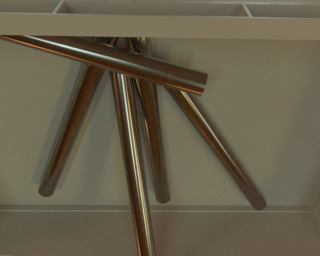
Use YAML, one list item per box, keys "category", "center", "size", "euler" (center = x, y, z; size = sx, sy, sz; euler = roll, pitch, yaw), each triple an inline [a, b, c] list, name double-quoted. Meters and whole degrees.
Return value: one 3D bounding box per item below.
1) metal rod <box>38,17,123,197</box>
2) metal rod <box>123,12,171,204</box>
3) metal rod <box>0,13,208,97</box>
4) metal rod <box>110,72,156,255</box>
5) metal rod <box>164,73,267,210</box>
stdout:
- category: "metal rod"
  center: [-0.115, -0.004, 0.403]
  size: [0.025, 0.025, 0.298]
  euler: [20, 127, -17]
- category: "metal rod"
  center: [-0.010, 0.000, 0.408]
  size: [0.025, 0.025, 0.298]
  euler: [-5, 130, 3]
- category: "metal rod"
  center: [-0.100, -0.084, 0.308]
  size: [0.302, 0.025, 0.025]
  euler: [15, 129, -3]
- category: "metal rod"
  center: [-0.029, 0.074, 0.397]
  size: [0.025, 0.025, 0.298]
  euler: [-5, 107, 4]
- category: "metal rod"
  center: [0.087, 0.031, 0.436]
  size: [0.025, 0.025, 0.300]
  euler: [-26, 126, 20]
